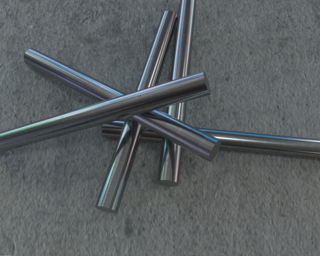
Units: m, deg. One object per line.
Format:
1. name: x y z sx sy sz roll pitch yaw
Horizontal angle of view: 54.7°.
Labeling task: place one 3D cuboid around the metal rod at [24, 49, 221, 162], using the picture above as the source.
1. metal rod: -0.064 -0.039 0.379 0.300 0.025 0.025 27 71 26

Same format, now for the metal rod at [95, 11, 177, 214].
1. metal rod: -0.021 -0.040 0.401 0.025 0.025 0.300 14 62 4

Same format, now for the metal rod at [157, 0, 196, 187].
1. metal rod: 0.027 -0.070 0.416 0.025 0.025 0.299 7 63 2

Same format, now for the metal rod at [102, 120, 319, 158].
1. metal rod: 0.077 0.014 0.403 0.302 0.025 0.025 6 70 1

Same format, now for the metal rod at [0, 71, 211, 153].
1. metal rod: -0.092 -0.009 0.353 0.301 0.025 0.025 -14 69 17
